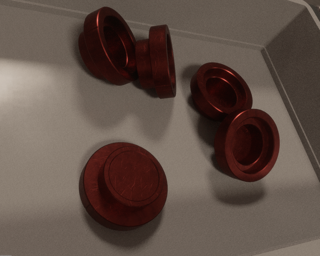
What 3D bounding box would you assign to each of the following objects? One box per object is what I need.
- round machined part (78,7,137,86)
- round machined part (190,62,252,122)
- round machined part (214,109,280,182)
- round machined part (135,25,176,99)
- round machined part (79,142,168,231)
[{"bbox_3d":[-0.067,-0.101,0.401,0.098,0.042,0.098,46,36,-47],"label":"round machined part"},{"bbox_3d":[0.089,-0.049,0.474,0.099,0.042,0.098,14,55,-21],"label":"round machined part"},{"bbox_3d":[0.114,0.022,0.427,0.099,0.042,0.097,-2,93,-28],"label":"round machined part"},{"bbox_3d":[-0.006,-0.088,0.423,0.042,0.098,0.098,-6,58,9],"label":"round machined part"},{"bbox_3d":[-0.035,0.059,0.341,0.099,0.042,0.098,14,56,-21],"label":"round machined part"}]
